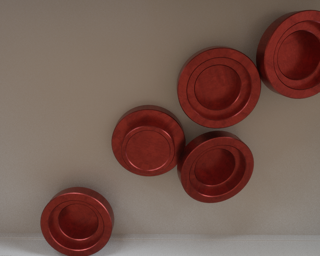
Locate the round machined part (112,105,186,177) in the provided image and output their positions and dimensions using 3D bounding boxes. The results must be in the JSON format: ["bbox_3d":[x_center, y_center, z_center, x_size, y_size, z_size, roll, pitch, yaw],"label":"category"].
[{"bbox_3d":[-0.015,0.022,0.410,0.099,0.042,0.097,0,110,0],"label":"round machined part"}]

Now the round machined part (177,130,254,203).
[{"bbox_3d":[0.070,0.048,0.414,0.099,0.042,0.097,-5,114,-11],"label":"round machined part"}]

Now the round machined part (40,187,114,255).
[{"bbox_3d":[-0.115,0.129,0.444,0.099,0.042,0.097,0,102,1],"label":"round machined part"}]

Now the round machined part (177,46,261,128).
[{"bbox_3d":[0.070,-0.052,0.383,0.099,0.042,0.097,0,110,0],"label":"round machined part"}]

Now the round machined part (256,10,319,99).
[{"bbox_3d":[0.159,-0.086,0.366,0.099,0.042,0.097,-3,107,-10],"label":"round machined part"}]
